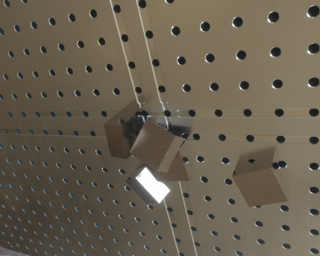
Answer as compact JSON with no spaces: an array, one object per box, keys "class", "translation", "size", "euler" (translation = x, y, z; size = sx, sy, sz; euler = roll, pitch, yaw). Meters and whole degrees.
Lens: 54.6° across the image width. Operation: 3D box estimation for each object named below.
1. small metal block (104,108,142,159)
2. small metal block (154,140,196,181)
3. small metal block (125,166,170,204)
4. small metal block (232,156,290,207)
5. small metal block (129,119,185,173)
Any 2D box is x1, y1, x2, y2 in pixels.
[{"class":"small metal block","translation":[-0.048,0.007,0.425],"size":[0.025,0.050,0.050],"euler":[8,122,24]},{"class":"small metal block","translation":[0.016,0.046,0.432],"size":[0.050,0.025,0.050],"euler":[-6,116,30]},{"class":"small metal block","translation":[-0.020,0.086,0.464],"size":[0.050,0.025,0.050],"euler":[48,153,-6]},{"class":"small metal block","translation":[0.126,0.068,0.387],"size":[0.050,0.025,0.050],"euler":[-20,108,36]},{"class":"small metal block","translation":[-0.004,0.023,0.404],"size":[0.050,0.025,0.050],"euler":[30,95,33]}]
